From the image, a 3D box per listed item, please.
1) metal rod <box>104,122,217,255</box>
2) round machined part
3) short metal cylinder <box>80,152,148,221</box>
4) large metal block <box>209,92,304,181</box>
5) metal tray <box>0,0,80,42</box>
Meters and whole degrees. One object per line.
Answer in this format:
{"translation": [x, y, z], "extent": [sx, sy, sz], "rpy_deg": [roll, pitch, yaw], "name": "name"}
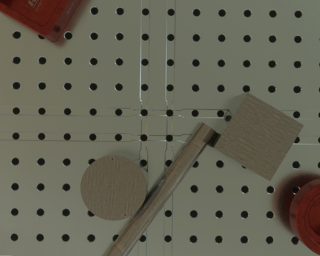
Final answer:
{"translation": [-0.023, 0.120, 0.413], "extent": [0.025, 0.025, 0.299], "rpy_deg": [36, 90, 0], "name": "metal rod"}
{"translation": [0.218, 0.114, 0.407], "extent": [0.099, 0.042, 0.097], "rpy_deg": [0, 90, 0], "name": "round machined part"}
{"translation": [-0.056, 0.072, 0.400], "extent": [0.081, 0.050, 0.079], "rpy_deg": [0, 90, 0], "name": "short metal cylinder"}
{"translation": [0.121, 0.010, 0.402], "extent": [0.080, 0.050, 0.080], "rpy_deg": [31, 90, 0], "name": "large metal block"}
{"translation": [-0.150, -0.193, 0.409], "extent": [0.090, 0.030, 0.130], "rpy_deg": [30, 90, 0], "name": "metal tray"}
